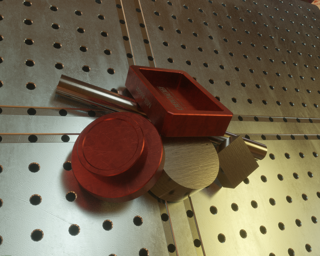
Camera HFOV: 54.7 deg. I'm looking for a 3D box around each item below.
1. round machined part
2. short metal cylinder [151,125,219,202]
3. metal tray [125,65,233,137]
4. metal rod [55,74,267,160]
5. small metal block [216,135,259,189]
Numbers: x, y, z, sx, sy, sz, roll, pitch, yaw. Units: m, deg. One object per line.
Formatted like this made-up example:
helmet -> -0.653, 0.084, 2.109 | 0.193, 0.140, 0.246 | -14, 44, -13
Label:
round machined part -> -0.046, 0.024, 0.323 | 0.099, 0.042, 0.098 | -4, 62, 7
short metal cylinder -> 0.023, 0.043, 0.374 | 0.081, 0.050, 0.080 | 14, 56, -21
metal tray -> 0.019, -0.038, 0.396 | 0.091, 0.030, 0.130 | 0, 33, -29
metal rod -> 0.015, -0.008, 0.417 | 0.302, 0.025, 0.025 | 18, 55, -18
small metal block -> 0.096, 0.045, 0.414 | 0.050, 0.025, 0.050 | -35, 97, -22
